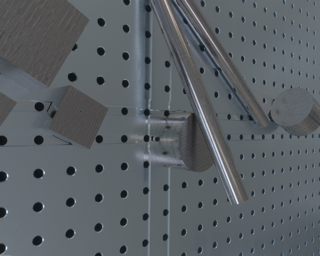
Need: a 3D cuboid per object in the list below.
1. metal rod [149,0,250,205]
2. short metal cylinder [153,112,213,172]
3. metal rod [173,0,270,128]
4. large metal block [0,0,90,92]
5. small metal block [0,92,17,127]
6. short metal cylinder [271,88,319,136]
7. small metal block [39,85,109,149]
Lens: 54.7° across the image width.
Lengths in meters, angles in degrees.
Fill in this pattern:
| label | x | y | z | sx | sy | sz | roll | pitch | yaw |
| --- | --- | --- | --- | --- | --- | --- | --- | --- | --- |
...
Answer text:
| label | x | y | z | sx | sy | sz | roll | pitch | yaw |
| --- | --- | --- | --- | --- | --- | --- | --- | --- | --- |
| metal rod | 0.044 | -0.049 | 0.391 | 0.025 | 0.025 | 0.299 | -18 | 85 | -39 |
| short metal cylinder | 0.038 | 0.018 | 0.424 | 0.081 | 0.050 | 0.080 | 0 | 90 | -40 |
| metal rod | 0.102 | -0.105 | 0.493 | 0.300 | 0.025 | 0.025 | 47 | 62 | -30 |
| large metal block | -0.127 | -0.091 | 0.286 | 0.080 | 0.050 | 0.080 | 37 | 68 | -34 |
| small metal block | -0.155 | -0.007 | 0.263 | 0.025 | 0.050 | 0.050 | 40 | 66 | -33 |
| short metal cylinder | 0.262 | -0.030 | 0.592 | 0.050 | 0.080 | 0.080 | 29 | 72 | -36 |
| small metal block | -0.091 | -0.011 | 0.333 | 0.050 | 0.025 | 0.050 | 34 | 69 | -35 |
